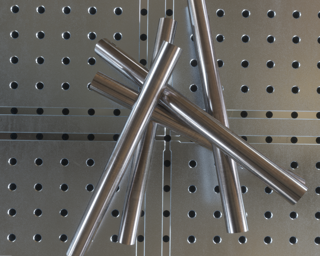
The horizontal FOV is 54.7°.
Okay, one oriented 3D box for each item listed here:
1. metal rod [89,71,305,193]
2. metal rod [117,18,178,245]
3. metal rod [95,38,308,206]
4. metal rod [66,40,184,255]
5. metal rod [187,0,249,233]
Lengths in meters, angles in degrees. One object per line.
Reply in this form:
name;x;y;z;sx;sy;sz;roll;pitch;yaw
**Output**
metal rod;0.053;0.009;0.396;0.301;0.025;0.025;27;90;-8
metal rod;-0.017;0.004;0.413;0.025;0.025;0.298;11;90;-1
metal rod;0.033;-0.020;0.364;0.300;0.025;0.025;39;90;19
metal rod;-0.049;0.038;0.377;0.025;0.025;0.298;26;104;-1
metal rod;0.068;-0.028;0.382;0.025;0.025;0.299;-8;78;-1
